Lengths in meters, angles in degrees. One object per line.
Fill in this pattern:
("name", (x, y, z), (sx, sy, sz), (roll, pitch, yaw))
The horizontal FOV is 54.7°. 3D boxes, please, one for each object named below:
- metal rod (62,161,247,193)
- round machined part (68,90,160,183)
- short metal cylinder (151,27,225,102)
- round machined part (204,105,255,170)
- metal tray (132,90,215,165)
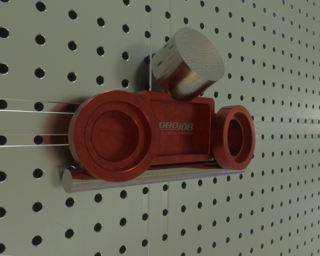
("metal rod", (0.019, 0.059, 0.420), (0.302, 0.025, 0.025), (2, 89, -40))
("round machined part", (-0.053, 0.009, 0.343), (0.099, 0.042, 0.097), (2, 87, -32))
("short metal cylinder", (0.036, -0.081, 0.399), (0.080, 0.050, 0.080), (21, 52, -29))
("round machined part", (0.104, 0.015, 0.475), (0.099, 0.042, 0.097), (2, 87, -47))
("metal tray", (0.020, 0.001, 0.417), (0.131, 0.030, 0.089), (1, 90, -40))
